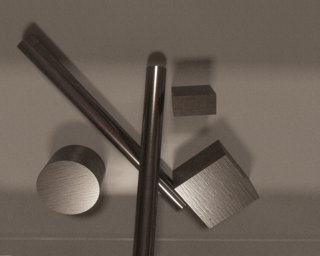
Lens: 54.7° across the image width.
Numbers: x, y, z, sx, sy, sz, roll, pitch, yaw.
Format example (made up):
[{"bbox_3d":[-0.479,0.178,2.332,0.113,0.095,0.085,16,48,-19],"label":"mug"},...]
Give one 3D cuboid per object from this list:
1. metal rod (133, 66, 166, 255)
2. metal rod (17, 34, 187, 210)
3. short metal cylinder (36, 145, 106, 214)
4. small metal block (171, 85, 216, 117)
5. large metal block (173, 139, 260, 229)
[{"bbox_3d":[-0.015,0.074,0.374,0.025,0.025,0.298,4,85,-2],"label":"metal rod"},{"bbox_3d":[-0.064,0.002,0.411,0.025,0.025,0.300,-39,106,13],"label":"metal rod"},{"bbox_3d":[-0.119,0.069,0.422,0.081,0.050,0.079,0,110,-1],"label":"short metal cylinder"},{"bbox_3d":[0.041,-0.035,0.386,0.050,0.050,0.025,-3,110,1],"label":"small metal block"},{"bbox_3d":[0.075,0.077,0.427,0.080,0.050,0.080,-36,107,12],"label":"large metal block"}]
